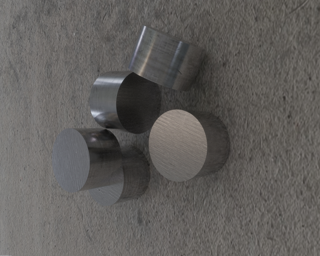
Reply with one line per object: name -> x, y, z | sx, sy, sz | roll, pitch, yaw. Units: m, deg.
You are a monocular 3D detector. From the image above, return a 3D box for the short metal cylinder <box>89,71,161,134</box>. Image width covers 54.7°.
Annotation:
short metal cylinder -> -0.044, -0.035, 0.406 | 0.050, 0.081, 0.079 | 8, 95, 40

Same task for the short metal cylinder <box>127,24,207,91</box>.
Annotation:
short metal cylinder -> 0.008, -0.082, 0.363 | 0.080, 0.081, 0.050 | 35, 112, 34

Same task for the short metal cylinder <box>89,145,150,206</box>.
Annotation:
short metal cylinder -> -0.061, 0.065, 0.439 | 0.080, 0.050, 0.080 | 0, 90, 40

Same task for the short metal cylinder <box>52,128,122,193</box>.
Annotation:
short metal cylinder -> -0.096, 0.040, 0.403 | 0.080, 0.050, 0.080 | 0, 90, 40

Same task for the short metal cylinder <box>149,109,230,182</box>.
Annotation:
short metal cylinder -> 0.034, 0.019, 0.361 | 0.080, 0.050, 0.080 | 0, 90, 40
